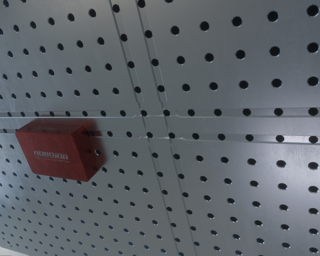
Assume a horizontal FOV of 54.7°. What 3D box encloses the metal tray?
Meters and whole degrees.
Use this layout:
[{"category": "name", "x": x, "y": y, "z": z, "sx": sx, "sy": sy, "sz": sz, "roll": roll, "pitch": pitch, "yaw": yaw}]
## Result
[{"category": "metal tray", "x": -0.175, "y": 0.040, "z": 0.525, "sx": 0.130, "sy": 0.030, "sz": 0.089, "roll": 3, "pitch": 120, "yaw": 26}]
